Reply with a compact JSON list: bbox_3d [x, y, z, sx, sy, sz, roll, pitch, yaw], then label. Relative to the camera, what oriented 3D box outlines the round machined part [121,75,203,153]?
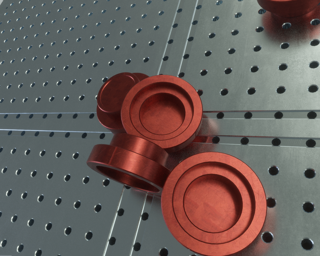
[{"bbox_3d":[0.004,-0.014,0.389,0.099,0.042,0.098,-2,69,5],"label":"round machined part"}]

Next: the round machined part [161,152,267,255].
[{"bbox_3d":[0.052,0.076,0.309,0.099,0.042,0.098,-2,67,5],"label":"round machined part"}]

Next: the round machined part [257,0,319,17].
[{"bbox_3d":[0.181,-0.190,0.418,0.098,0.042,0.098,-13,56,20],"label":"round machined part"}]

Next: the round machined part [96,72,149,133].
[{"bbox_3d":[-0.051,-0.041,0.448,0.098,0.042,0.098,-13,56,20],"label":"round machined part"}]

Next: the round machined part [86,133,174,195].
[{"bbox_3d":[-0.029,0.039,0.351,0.098,0.098,0.042,8,67,31],"label":"round machined part"}]
